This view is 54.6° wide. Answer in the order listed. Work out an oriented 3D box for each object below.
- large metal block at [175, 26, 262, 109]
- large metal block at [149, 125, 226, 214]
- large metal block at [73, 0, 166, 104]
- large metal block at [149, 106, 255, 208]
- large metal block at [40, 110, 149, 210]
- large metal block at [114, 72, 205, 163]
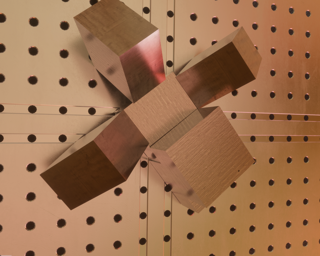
[{"bbox_3d":[0.077,-0.077,0.395,0.050,0.080,0.080,54,34,-12],"label":"large metal block"},{"bbox_3d":[0.047,0.052,0.416,0.080,0.050,0.080,-39,101,-17],"label":"large metal block"},{"bbox_3d":[-0.042,-0.088,0.351,0.050,0.080,0.080,-40,64,-15],"label":"large metal block"},{"bbox_3d":[0.049,0.031,0.363,0.080,0.050,0.080,-39,103,-17],"label":"large metal block"},{"bbox_3d":[-0.068,0.033,0.342,0.080,0.080,0.050,-31,103,25],"label":"large metal block"},{"bbox_3d":[0.001,-0.013,0.399,0.080,0.050,0.080,-40,103,-16],"label":"large metal block"}]
